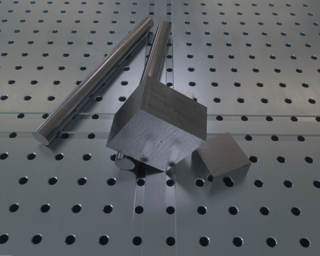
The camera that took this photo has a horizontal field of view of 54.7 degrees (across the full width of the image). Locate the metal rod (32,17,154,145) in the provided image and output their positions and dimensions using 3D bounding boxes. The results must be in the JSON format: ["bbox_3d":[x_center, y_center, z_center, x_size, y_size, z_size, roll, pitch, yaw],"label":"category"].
[{"bbox_3d":[-0.087,-0.090,0.482,0.025,0.025,0.301,20,53,16],"label":"metal rod"}]

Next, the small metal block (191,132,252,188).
[{"bbox_3d":[0.073,0.038,0.376,0.050,0.025,0.050,-18,53,-15],"label":"small metal block"}]

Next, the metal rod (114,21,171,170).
[{"bbox_3d":[-0.017,-0.070,0.466,0.025,0.025,0.300,8,50,6],"label":"metal rod"}]

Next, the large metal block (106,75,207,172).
[{"bbox_3d":[-0.004,-0.001,0.353,0.080,0.080,0.050,26,47,-20],"label":"large metal block"}]

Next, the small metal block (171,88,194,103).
[{"bbox_3d":[0.016,-0.026,0.413,0.050,0.050,0.025,15,52,12],"label":"small metal block"}]
